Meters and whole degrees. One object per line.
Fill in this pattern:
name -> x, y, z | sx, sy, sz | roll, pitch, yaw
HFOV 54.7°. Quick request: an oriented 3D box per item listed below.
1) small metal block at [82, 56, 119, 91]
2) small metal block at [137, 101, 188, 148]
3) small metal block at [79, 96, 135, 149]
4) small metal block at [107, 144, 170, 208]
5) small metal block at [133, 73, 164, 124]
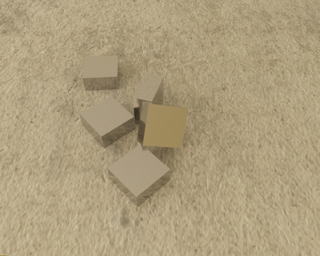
small metal block -> -0.089, -0.084, 0.473 | 0.050, 0.025, 0.050 | -3, 50, -3
small metal block -> 0.003, -0.004, 0.379 | 0.050, 0.050, 0.025 | 5, 9, -21
small metal block -> -0.069, -0.009, 0.410 | 0.050, 0.025, 0.050 | -34, 58, -25
small metal block -> -0.024, 0.054, 0.358 | 0.050, 0.025, 0.050 | -36, 59, -27
small metal block -> -0.015, -0.038, 0.418 | 0.025, 0.050, 0.050 | 14, 51, 11
